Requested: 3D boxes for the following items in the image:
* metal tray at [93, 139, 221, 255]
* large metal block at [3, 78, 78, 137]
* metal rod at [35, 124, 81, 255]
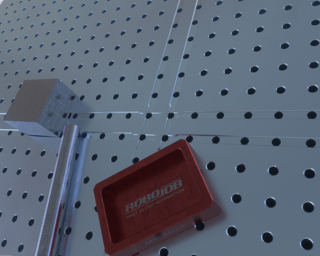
[{"bbox_3d":[-0.008,0.081,0.358,0.130,0.030,0.090,-29,52,9],"label":"metal tray"},{"bbox_3d":[-0.197,-0.034,0.514,0.080,0.050,0.080,3,63,29],"label":"large metal block"},{"bbox_3d":[-0.140,0.129,0.400,0.025,0.025,0.299,-11,57,22],"label":"metal rod"}]
